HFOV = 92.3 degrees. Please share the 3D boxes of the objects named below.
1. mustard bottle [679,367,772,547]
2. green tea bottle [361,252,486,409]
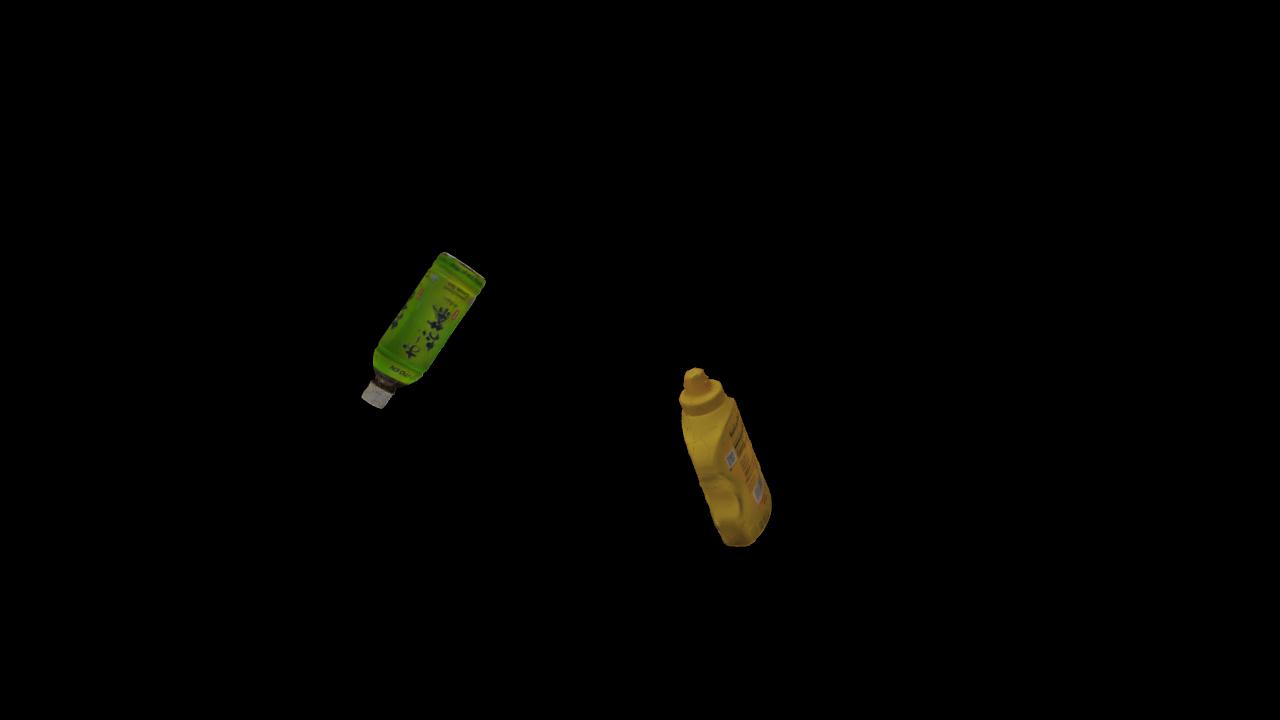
[{"bbox_3d":[0.080,0.086,0.599,0.054,0.184,0.092,-5,31,32],"label":"mustard bottle"},{"bbox_3d":[-0.282,-0.034,0.787,0.073,0.212,0.073,31,-4,2],"label":"green tea bottle"}]
